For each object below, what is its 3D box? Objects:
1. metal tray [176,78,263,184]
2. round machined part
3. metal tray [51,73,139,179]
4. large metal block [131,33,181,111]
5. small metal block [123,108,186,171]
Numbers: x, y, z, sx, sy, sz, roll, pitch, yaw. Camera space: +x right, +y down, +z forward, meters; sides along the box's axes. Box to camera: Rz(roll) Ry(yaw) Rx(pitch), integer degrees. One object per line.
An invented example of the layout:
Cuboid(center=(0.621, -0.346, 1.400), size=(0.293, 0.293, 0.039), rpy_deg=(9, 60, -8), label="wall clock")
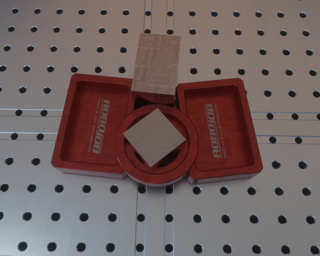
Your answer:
Cuboid(center=(0.073, 0.002, 0.405), size=(0.091, 0.030, 0.130), rpy_deg=(-6, 70, -3), label="metal tray")
Cuboid(center=(-0.004, 0.023, 0.380), size=(0.099, 0.042, 0.098), rpy_deg=(0, 70, 0), label="round machined part")
Cuboid(center=(-0.080, -0.004, 0.406), size=(0.091, 0.030, 0.130), rpy_deg=(6, 70, 2), label="metal tray")
Cuboid(center=(-0.004, -0.063, 0.402), size=(0.050, 0.080, 0.080), rpy_deg=(6, 70, 2), label="large metal block")
Cuboid(center=(-0.006, 0.014, 0.358), size=(0.050, 0.025, 0.050), rpy_deg=(-38, 74, -13), label="small metal block")
